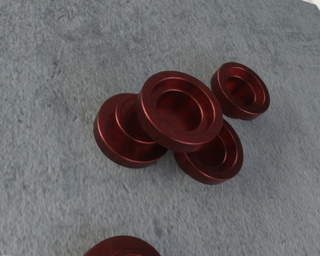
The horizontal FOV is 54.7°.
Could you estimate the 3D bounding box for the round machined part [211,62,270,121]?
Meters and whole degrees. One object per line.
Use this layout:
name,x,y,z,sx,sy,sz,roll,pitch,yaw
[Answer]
round machined part,0.122,-0.054,0.494,0.099,0.042,0.098,14,56,-21

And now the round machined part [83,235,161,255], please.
round machined part,-0.032,0.150,0.285,0.099,0.042,0.098,14,56,-21

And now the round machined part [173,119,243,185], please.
round machined part,0.057,0.028,0.406,0.099,0.042,0.098,15,56,-24

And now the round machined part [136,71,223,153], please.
round machined part,0.019,-0.015,0.357,0.099,0.042,0.098,12,55,-17

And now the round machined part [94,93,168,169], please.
round machined part,-0.028,-0.003,0.381,0.099,0.042,0.098,14,56,-21
